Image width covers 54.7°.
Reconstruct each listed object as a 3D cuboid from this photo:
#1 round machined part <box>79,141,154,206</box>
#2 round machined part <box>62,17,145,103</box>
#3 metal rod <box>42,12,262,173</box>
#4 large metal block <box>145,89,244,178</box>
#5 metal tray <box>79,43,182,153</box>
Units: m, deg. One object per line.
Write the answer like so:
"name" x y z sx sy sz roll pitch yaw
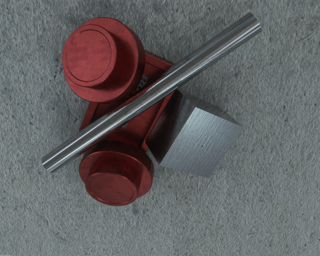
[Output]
"round machined part" -0.059 0.066 0.407 0.099 0.042 0.097 4 131 5
"round machined part" -0.070 -0.078 0.351 0.098 0.042 0.097 0 89 20
"metal rod" -0.019 -0.035 0.367 0.300 0.025 0.025 -33 107 11
"large metal block" 0.041 0.009 0.386 0.080 0.050 0.080 19 110 -33
"metal tray" -0.037 -0.034 0.395 0.090 0.030 0.129 23 108 -9
